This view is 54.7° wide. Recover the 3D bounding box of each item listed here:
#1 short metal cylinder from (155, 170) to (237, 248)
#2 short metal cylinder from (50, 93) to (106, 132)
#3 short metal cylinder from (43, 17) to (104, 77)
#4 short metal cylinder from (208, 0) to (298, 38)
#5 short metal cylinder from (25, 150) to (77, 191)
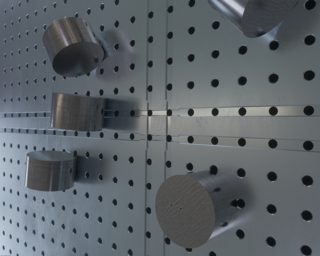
[{"bbox_3d":[0.041,0.091,0.359,0.080,0.050,0.079,0,90,40],"label":"short metal cylinder"},{"bbox_3d":[-0.126,-0.026,0.478,0.080,0.081,0.050,12,98,39],"label":"short metal cylinder"},{"bbox_3d":[-0.135,-0.125,0.485,0.080,0.081,0.050,-41,65,32],"label":"short metal cylinder"},{"bbox_3d":[0.093,-0.135,0.297,0.050,0.081,0.080,52,120,27],"label":"short metal cylinder"},{"bbox_3d":[-0.185,0.071,0.527,0.080,0.081,0.050,12,98,39],"label":"short metal cylinder"}]
